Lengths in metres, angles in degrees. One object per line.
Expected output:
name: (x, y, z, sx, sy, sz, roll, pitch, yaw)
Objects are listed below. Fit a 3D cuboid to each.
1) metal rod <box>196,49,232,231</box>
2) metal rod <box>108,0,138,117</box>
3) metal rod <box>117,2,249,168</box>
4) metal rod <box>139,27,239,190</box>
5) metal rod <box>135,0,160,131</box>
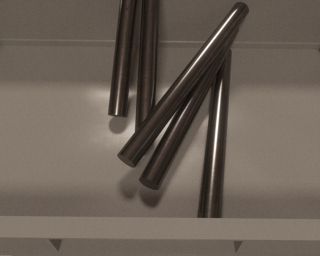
metal rod: (0.078, -0.011, 0.415, 0.025, 0.025, 0.300, 8, 50, 7)
metal rod: (-0.045, -0.165, 0.433, 0.025, 0.025, 0.298, 5, 86, 4)
metal rod: (0.043, -0.072, 0.416, 0.025, 0.025, 0.301, 27, 65, 20)
metal rod: (0.052, -0.049, 0.427, 0.025, 0.025, 0.301, 20, 59, 16)
metal rod: (-0.014, -0.137, 0.424, 0.025, 0.025, 0.298, 2, 81, 1)
